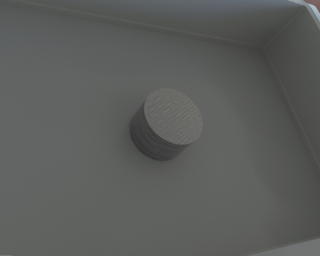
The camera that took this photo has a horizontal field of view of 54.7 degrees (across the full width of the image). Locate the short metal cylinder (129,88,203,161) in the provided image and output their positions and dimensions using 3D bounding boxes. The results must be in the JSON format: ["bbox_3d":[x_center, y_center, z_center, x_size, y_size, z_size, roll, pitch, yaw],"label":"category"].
[{"bbox_3d":[0.007,-0.004,0.398,0.081,0.050,0.080,14,56,-21],"label":"short metal cylinder"}]
